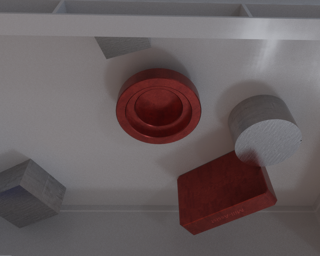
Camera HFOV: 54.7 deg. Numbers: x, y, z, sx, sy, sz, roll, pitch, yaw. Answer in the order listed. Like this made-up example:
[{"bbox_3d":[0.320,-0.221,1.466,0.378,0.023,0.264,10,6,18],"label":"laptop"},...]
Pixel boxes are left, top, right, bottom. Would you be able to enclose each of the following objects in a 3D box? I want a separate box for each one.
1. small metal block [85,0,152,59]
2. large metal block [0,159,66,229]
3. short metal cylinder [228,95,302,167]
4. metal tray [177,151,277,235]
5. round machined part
[{"bbox_3d":[-0.040,-0.103,0.314,0.050,0.025,0.050,-12,142,10],"label":"small metal block"},{"bbox_3d":[-0.208,0.103,0.477,0.080,0.050,0.080,-23,127,18],"label":"large metal block"},{"bbox_3d":[0.132,0.004,0.398,0.081,0.050,0.079,0,130,0],"label":"short metal cylinder"},{"bbox_3d":[0.088,0.087,0.441,0.130,0.090,0.030,-29,125,22],"label":"metal tray"},{"bbox_3d":[-0.002,-0.030,0.373,0.099,0.042,0.097,-1,130,0],"label":"round machined part"}]
